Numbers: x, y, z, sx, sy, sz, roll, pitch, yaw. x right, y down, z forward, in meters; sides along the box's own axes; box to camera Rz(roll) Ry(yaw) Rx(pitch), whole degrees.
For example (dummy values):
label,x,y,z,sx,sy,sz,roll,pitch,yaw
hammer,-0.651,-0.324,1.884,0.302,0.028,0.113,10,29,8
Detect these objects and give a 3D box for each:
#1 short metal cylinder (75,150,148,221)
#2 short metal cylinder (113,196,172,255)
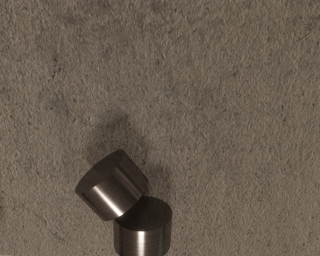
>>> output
label,x,y,z,sx,sy,sz,roll,pitch,yaw
short metal cylinder,-0.063,0.074,0.407,0.080,0.080,0.050,-34,107,11
short metal cylinder,-0.024,0.138,0.431,0.081,0.080,0.050,2,110,-1
